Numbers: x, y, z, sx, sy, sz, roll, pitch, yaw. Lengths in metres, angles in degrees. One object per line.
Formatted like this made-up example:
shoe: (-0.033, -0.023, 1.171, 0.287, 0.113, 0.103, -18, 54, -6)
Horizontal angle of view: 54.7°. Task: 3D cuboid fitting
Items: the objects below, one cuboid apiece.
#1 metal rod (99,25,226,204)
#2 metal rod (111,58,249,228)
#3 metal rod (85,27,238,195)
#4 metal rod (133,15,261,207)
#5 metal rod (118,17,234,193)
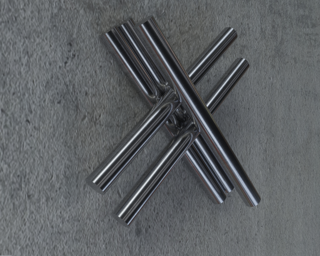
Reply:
metal rod: (0.016, -0.001, 0.422, 0.025, 0.025, 0.299, -50, 120, -29)
metal rod: (0.042, 0.001, 0.411, 0.301, 0.025, 0.025, -49, 120, -29)
metal rod: (0.019, -0.040, 0.391, 0.301, 0.025, 0.025, -49, 120, -29)
metal rod: (0.060, -0.003, 0.393, 0.025, 0.025, 0.299, -51, 120, -28)
metal rod: (0.032, -0.015, 0.435, 0.025, 0.025, 0.299, -50, 120, -29)
